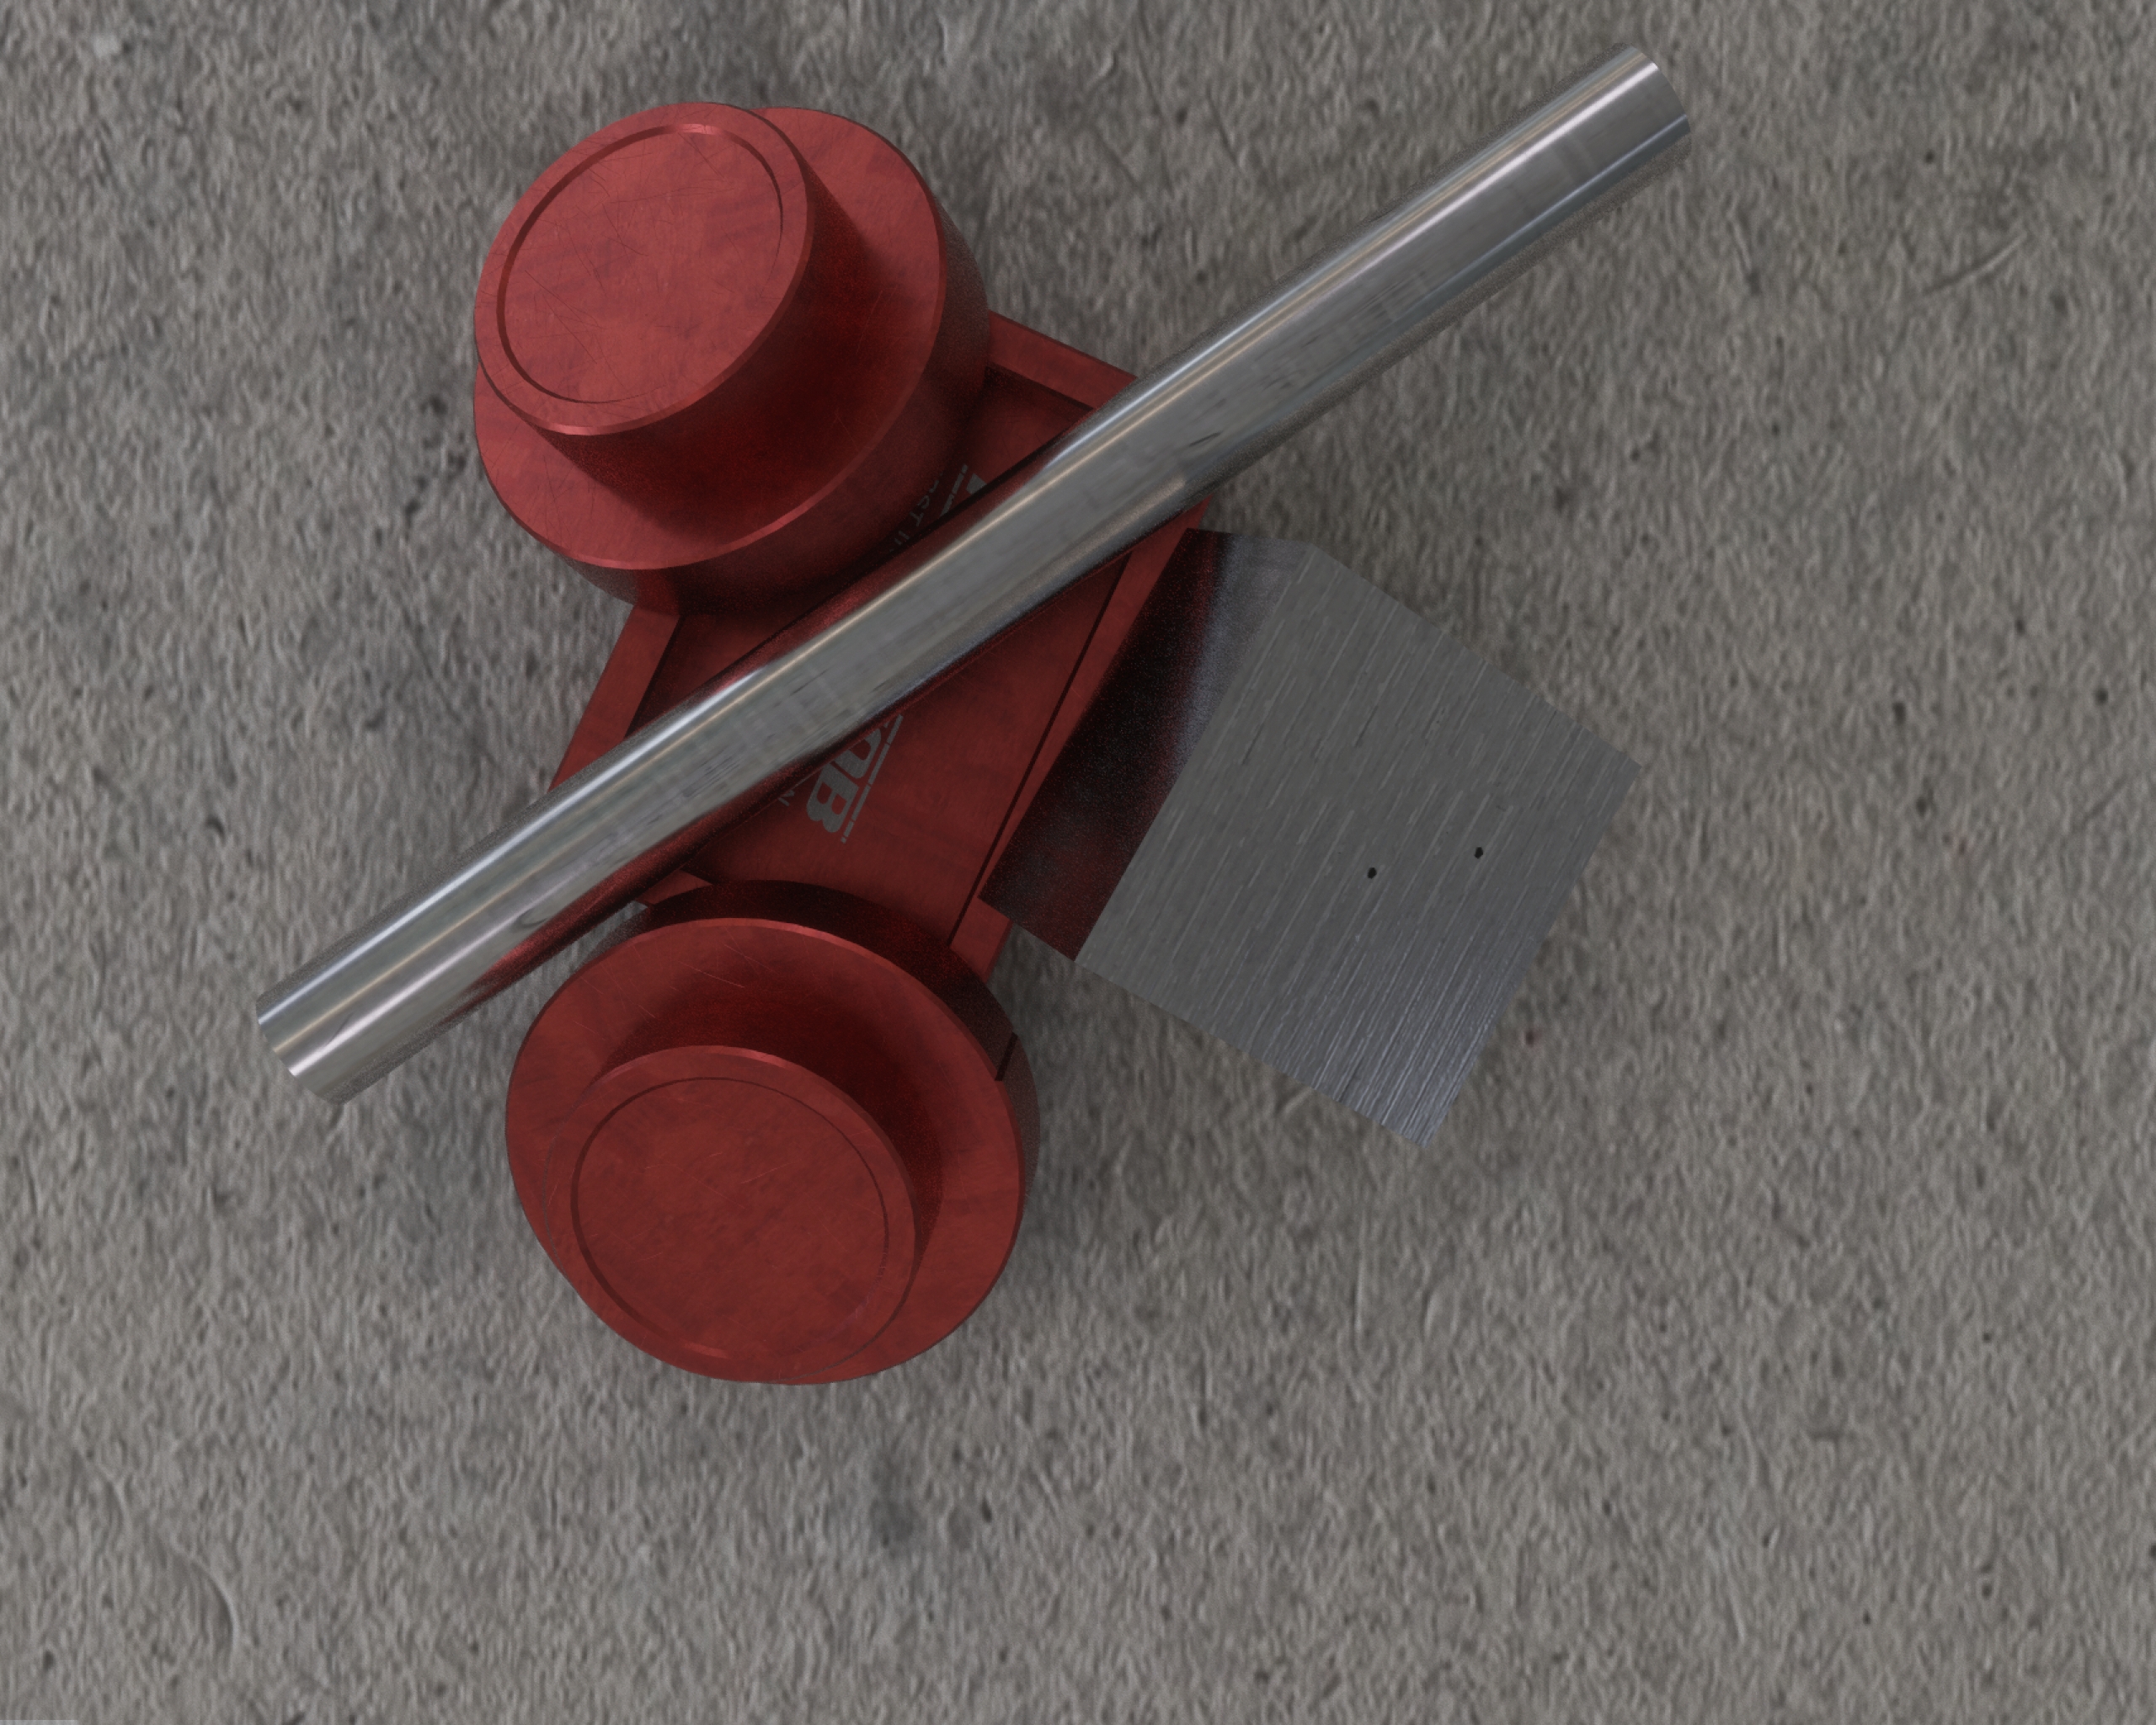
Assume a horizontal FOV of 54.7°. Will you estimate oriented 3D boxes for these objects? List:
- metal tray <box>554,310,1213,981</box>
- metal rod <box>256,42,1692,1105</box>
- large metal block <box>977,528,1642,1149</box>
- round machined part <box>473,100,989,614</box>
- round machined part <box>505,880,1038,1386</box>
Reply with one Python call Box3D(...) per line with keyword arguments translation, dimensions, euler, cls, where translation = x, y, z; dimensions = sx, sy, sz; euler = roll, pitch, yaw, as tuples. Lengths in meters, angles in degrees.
Box3D(translation=(-0.037, -0.043, 0.408), dimensions=(0.090, 0.030, 0.129), euler=(25, 90, 0), cls="metal tray")
Box3D(translation=(-0.018, -0.053, 0.382), dimensions=(0.301, 0.025, 0.025), euler=(-35, 90, 0), cls="metal rod")
Box3D(translation=(0.042, -0.005, 0.385), dimensions=(0.080, 0.050, 0.080), euler=(29, 89, -25), cls="large metal block")
Box3D(translation=(-0.070, -0.098, 0.382), dimensions=(0.098, 0.042, 0.098), euler=(-7, 68, 19), cls="round machined part")
Box3D(translation=(-0.058, 0.056, 0.385), dimensions=(0.099, 0.042, 0.097), euler=(2, 111, 6), cls="round machined part")
